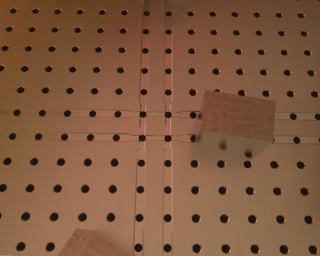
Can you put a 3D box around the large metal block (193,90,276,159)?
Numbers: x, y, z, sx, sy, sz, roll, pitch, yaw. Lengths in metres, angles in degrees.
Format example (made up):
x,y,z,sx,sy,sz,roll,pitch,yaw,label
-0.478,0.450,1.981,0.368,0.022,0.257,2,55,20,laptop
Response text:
x,y,z,sx,sy,sz,roll,pitch,yaw,label
0.088,-0.001,0.384,0.080,0.080,0.050,10,71,3,large metal block

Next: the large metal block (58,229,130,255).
x,y,z,sx,sy,sz,roll,pitch,yaw,label
-0.061,0.152,0.326,0.080,0.080,0.050,31,73,10,large metal block
